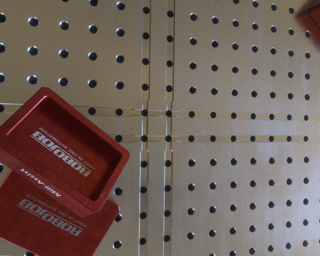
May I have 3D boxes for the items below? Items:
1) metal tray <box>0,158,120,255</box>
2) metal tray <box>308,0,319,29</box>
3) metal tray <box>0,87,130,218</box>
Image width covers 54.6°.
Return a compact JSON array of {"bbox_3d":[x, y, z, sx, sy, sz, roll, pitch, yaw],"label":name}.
[{"bbox_3d":[-0.126,0.099,0.364,0.130,0.030,0.090,35,79,-17],"label":"metal tray"},{"bbox_3d":[0.321,-0.210,0.527,0.090,0.030,0.130,46,76,-14],"label":"metal tray"},{"bbox_3d":[-0.106,0.027,0.346,0.130,0.030,0.090,41,46,-15],"label":"metal tray"}]
